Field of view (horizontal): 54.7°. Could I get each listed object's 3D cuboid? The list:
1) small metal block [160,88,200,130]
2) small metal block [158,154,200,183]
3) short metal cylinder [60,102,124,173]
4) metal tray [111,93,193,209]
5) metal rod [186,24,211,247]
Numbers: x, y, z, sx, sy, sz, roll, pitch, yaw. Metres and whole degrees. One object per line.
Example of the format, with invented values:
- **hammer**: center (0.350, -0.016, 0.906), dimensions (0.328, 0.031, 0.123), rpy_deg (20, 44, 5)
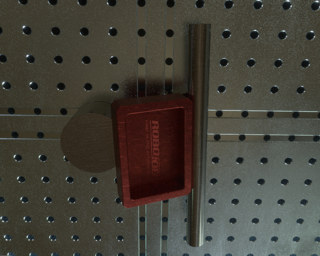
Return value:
- **small metal block**: center (0.031, -0.024, 0.405), dimensions (0.050, 0.025, 0.050), rpy_deg (-14, 110, 4)
- **small metal block**: center (0.021, 0.059, 0.434), dimensions (0.050, 0.025, 0.050), rpy_deg (37, 106, -13)
- **short metal cylinder**: center (-0.081, 0.011, 0.402), dimensions (0.081, 0.050, 0.079), rpy_deg (0, 110, -1)
- **metal tray**: center (-0.008, 0.027, 0.378), dimensions (0.091, 0.030, 0.129), rpy_deg (-9, 112, -18)
- **metal rod**: center (0.047, 0.024, 0.396), dimensions (0.025, 0.025, 0.298), rpy_deg (-1, 110, 0)
